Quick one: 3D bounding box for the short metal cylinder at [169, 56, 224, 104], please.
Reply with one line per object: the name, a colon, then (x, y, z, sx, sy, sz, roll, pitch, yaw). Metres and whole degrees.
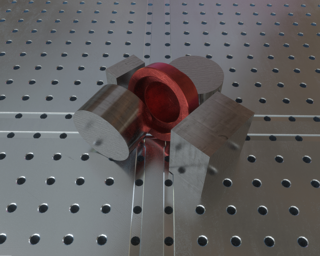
short metal cylinder: (0.047, -0.058, 0.440, 0.081, 0.050, 0.080, 0, 50, 0)

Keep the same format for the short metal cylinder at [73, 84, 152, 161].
short metal cylinder: (-0.057, -0.006, 0.376, 0.080, 0.080, 0.050, 25, 54, 19)

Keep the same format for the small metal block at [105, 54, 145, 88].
small metal block: (-0.048, -0.071, 0.450, 0.050, 0.050, 0.025, -35, 59, -26)

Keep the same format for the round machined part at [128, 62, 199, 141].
round machined part: (0.009, -0.036, 0.391, 0.098, 0.097, 0.042, 34, 45, 24)

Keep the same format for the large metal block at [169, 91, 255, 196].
large metal block: (0.057, 0.018, 0.358, 0.050, 0.080, 0.080, 36, 58, 26)
